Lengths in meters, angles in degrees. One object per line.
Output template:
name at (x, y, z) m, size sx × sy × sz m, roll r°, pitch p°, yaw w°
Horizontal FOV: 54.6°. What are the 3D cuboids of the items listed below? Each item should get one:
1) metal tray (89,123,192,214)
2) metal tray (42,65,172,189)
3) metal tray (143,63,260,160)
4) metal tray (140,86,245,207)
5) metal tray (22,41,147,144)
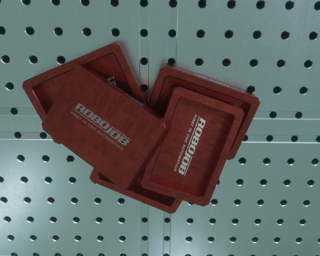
metal tray at (-0.019, 0.055, 0.431) m, size 0.131 × 0.030 × 0.090 m, roll 25°, pitch 108°, yaw -9°
metal tray at (-0.064, -0.003, 0.366) m, size 0.130 × 0.030 × 0.090 m, roll 34°, pitch 100°, yaw 11°
metal tray at (0.049, -0.020, 0.402) m, size 0.131 × 0.030 × 0.089 m, roll 18°, pitch 109°, yaw -6°
metal tray at (0.037, 0.022, 0.386) m, size 0.090 × 0.030 × 0.129 m, roll 19°, pitch 97°, yaw -7°
metal tray at (-0.092, -0.044, 0.394) m, size 0.130 × 0.030 × 0.090 m, roll -21°, pitch 109°, yaw 8°
